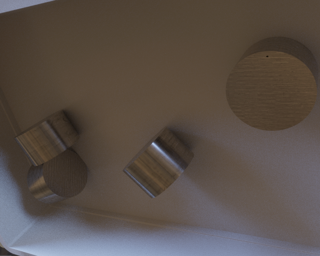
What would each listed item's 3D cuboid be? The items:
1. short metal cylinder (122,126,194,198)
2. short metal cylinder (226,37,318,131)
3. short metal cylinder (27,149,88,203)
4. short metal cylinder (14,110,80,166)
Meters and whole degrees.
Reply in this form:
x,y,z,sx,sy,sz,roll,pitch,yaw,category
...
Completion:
x,y,z,sx,sy,sz,roll,pitch,yaw,category
-0.002,0.044,0.401,0.050,0.080,0.080,45,129,-3,short metal cylinder
0.111,-0.044,0.307,0.080,0.050,0.079,13,124,21,short metal cylinder
-0.168,0.080,0.512,0.050,0.080,0.080,-25,105,37,short metal cylinder
-0.171,0.014,0.472,0.080,0.080,0.050,-19,108,35,short metal cylinder
